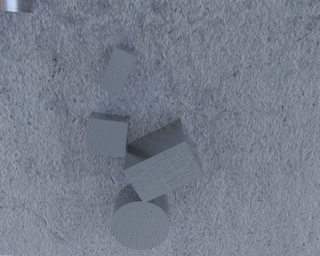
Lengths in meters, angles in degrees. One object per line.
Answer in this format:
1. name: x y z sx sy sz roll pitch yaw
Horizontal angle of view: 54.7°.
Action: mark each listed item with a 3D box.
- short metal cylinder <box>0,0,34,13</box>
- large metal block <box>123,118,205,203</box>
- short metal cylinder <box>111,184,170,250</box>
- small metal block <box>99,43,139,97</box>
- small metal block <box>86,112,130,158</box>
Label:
1. short metal cylinder: -0.175 -0.152 0.322 0.081 0.080 0.050 8 110 -4
2. large metal block: 0.004 0.039 0.395 0.080 0.080 0.050 -26 108 9
3. short metal cylinder: -0.027 0.125 0.442 0.081 0.050 0.079 0 110 -1
4. small metal block: -0.048 -0.071 0.370 0.025 0.050 0.050 23 108 -9
5. small metal block: -0.069 0.009 0.412 0.050 0.025 0.050 7 110 -3
